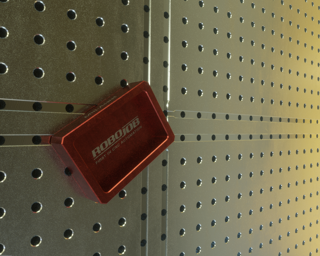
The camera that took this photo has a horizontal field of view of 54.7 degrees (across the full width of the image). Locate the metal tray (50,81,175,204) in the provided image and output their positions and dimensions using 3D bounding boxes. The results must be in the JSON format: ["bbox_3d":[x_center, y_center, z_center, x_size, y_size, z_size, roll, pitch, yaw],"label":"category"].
[{"bbox_3d":[-0.048,0.013,0.366,0.131,0.030,0.090,-41,115,-33],"label":"metal tray"}]
